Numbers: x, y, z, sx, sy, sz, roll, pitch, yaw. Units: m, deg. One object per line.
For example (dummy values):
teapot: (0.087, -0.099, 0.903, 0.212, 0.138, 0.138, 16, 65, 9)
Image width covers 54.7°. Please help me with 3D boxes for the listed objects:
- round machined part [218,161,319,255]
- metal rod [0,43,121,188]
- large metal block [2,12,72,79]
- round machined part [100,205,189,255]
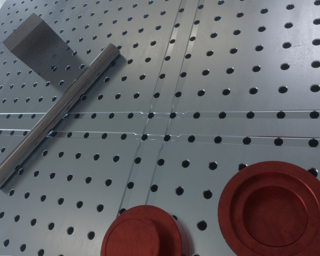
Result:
round machined part: (0.108, 0.084, 0.290, 0.098, 0.042, 0.098, -13, 56, 21)
metal rod: (-0.172, -0.023, 0.513, 0.025, 0.025, 0.300, 33, 80, 38)
large metal block: (-0.232, -0.156, 0.591, 0.080, 0.080, 0.050, -47, 51, -5)
round machined part: (-0.023, 0.130, 0.330, 0.098, 0.042, 0.098, -13, 56, 21)
